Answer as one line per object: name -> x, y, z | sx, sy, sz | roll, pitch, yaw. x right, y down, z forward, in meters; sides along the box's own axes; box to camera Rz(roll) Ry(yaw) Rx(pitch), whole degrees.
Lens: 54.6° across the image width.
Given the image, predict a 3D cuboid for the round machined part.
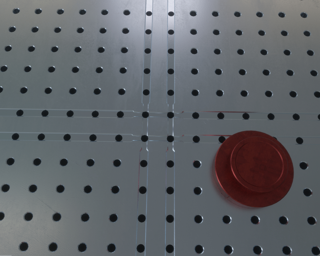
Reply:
round machined part -> 0.118, 0.049, 0.386 | 0.099, 0.042, 0.098 | 0, 70, 0
